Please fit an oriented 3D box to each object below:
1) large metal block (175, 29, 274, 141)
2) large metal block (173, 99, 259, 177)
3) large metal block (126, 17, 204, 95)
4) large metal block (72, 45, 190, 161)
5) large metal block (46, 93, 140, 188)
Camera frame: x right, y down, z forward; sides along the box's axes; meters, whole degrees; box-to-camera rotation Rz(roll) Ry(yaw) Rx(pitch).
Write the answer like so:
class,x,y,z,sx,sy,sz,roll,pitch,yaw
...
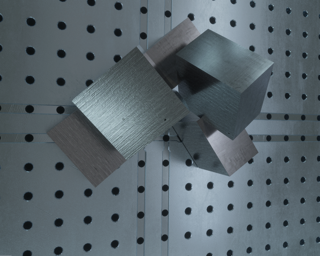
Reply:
class,x,y,z,sx,sy,sz,roll,pitch,yaw
large metal block,0.065,-0.046,0.333,0.080,0.080,0.050,38,68,27
large metal block,0.069,0.011,0.408,0.050,0.080,0.080,-36,102,-17
large metal block,0.006,-0.081,0.385,0.080,0.080,0.050,-43,104,-15
large metal block,-0.028,-0.028,0.320,0.080,0.050,0.080,-38,104,10
large metal block,-0.076,0.011,0.371,0.080,0.050,0.080,-41,104,-16
